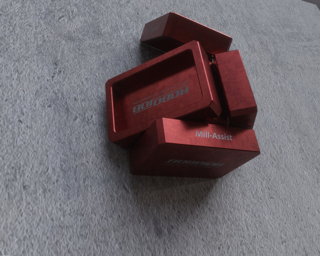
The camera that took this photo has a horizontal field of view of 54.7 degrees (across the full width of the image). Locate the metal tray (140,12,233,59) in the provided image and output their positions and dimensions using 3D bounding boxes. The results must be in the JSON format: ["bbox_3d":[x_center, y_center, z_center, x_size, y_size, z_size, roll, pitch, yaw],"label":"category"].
[{"bbox_3d":[0.031,-0.125,0.441,0.091,0.130,0.030,16,96,-20],"label":"metal tray"}]

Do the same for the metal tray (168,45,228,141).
[{"bbox_3d":[0.039,-0.041,0.410,0.030,0.090,0.130,7,59,-25],"label":"metal tray"}]

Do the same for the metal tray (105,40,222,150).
[{"bbox_3d":[-0.002,-0.037,0.366,0.030,0.130,0.090,37,38,-54],"label":"metal tray"}]

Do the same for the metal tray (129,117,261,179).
[{"bbox_3d":[0.039,0.029,0.368,0.131,0.090,0.030,7,59,-25],"label":"metal tray"}]

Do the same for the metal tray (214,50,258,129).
[{"bbox_3d":[0.094,-0.028,0.411,0.030,0.130,0.090,-10,63,4],"label":"metal tray"}]
